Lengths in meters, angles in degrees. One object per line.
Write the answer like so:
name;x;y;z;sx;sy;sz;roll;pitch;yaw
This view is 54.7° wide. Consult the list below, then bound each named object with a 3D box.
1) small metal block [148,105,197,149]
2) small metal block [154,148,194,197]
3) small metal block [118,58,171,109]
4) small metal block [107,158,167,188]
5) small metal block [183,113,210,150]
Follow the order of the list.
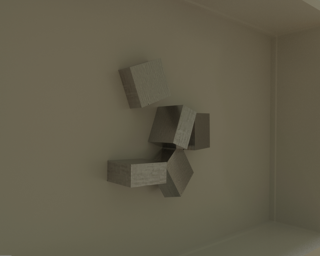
small metal block;0.015;-0.001;0.403;0.025;0.050;0.050;25;74;-37
small metal block;0.016;0.056;0.411;0.050;0.025;0.050;-51;122;-49
small metal block;-0.018;-0.056;0.391;0.050;0.025;0.050;-26;107;-37
small metal block;-0.028;0.052;0.367;0.050;0.050;0.025;1;89;-40
small metal block;0.049;0.004;0.438;0.050;0.025;0.050;-3;92;-58
